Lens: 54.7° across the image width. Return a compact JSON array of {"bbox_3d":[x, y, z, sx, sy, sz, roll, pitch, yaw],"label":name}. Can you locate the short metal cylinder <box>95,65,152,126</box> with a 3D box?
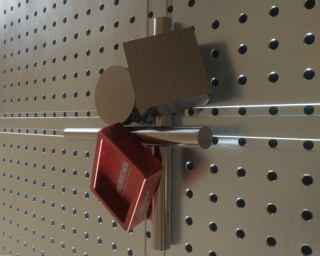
[{"bbox_3d":[-0.045,-0.043,0.430,0.080,0.050,0.079,0,90,40],"label":"short metal cylinder"}]

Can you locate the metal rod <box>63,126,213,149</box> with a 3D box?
[{"bbox_3d":[-0.055,0.010,0.433,0.300,0.025,0.025,0,90,47],"label":"metal rod"}]

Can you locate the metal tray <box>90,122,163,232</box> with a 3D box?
[{"bbox_3d":[-0.050,0.068,0.414,0.090,0.030,0.129,42,137,25],"label":"metal tray"}]

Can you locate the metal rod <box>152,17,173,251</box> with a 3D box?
[{"bbox_3d":[0.003,0.008,0.407,0.025,0.025,0.298,1,91,40],"label":"metal rod"}]

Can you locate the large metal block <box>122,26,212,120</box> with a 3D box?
[{"bbox_3d":[0.008,-0.061,0.361,0.080,0.050,0.080,-14,79,-1],"label":"large metal block"}]
